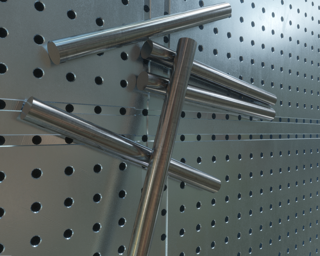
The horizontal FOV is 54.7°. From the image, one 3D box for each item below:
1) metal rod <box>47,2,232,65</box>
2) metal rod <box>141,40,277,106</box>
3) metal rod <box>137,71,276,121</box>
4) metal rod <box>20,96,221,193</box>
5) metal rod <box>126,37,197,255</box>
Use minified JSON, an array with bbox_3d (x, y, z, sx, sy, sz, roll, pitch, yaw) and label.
[{"bbox_3d":[-0.002,-0.133,0.408,0.302,0.025,0.025,-28,108,-37],"label":"metal rod"},{"bbox_3d":[0.097,-0.077,0.492,0.302,0.025,0.025,12,83,-40],"label":"metal rod"},{"bbox_3d":[0.092,-0.043,0.489,0.302,0.025,0.025,8,85,-40],"label":"metal rod"},{"bbox_3d":[-0.022,0.035,0.392,0.301,0.025,0.025,27,73,-37],"label":"metal rod"},{"bbox_3d":[0.002,0.030,0.379,0.025,0.025,0.299,22,76,-38],"label":"metal rod"}]
